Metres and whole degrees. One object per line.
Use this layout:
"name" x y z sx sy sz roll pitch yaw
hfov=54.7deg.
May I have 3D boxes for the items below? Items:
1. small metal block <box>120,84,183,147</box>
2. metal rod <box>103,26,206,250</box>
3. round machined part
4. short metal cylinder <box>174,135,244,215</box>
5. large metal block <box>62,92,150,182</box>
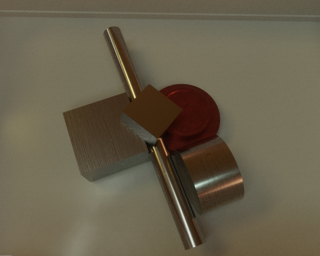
"small metal block" -0.010 -0.015 0.362 0.050 0.025 0.050 38 63 5
"metal rod" -0.014 -0.002 0.386 0.025 0.025 0.299 -20 71 -7
"round machined part" 0.030 -0.015 0.404 0.099 0.042 0.098 0 70 -1
"short metal cylinder" 0.055 0.054 0.360 0.050 0.080 0.080 -20 72 -7
"large metal block" -0.065 0.012 0.387 0.081 0.050 0.080 -19 71 -7
